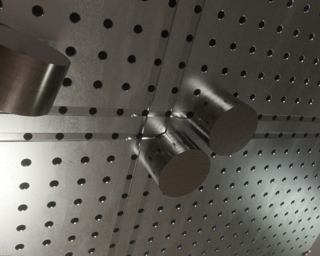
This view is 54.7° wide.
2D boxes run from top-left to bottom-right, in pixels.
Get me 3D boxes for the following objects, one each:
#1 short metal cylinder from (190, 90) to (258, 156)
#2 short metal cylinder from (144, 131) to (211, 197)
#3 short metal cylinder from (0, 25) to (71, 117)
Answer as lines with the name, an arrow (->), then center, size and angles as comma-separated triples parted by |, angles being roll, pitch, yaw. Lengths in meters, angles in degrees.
short metal cylinder -> 0.091, -0.007, 0.442 | 0.081, 0.050, 0.079 | -14, 125, -21
short metal cylinder -> 0.024, 0.051, 0.442 | 0.081, 0.050, 0.079 | -14, 125, -21
short metal cylinder -> -0.128, -0.052, 0.274 | 0.081, 0.080, 0.050 | 17, 109, -36
